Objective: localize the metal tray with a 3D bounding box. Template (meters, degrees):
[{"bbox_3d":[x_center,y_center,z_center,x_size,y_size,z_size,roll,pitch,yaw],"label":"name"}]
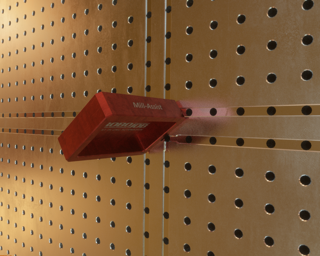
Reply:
[{"bbox_3d":[-0.042,0.001,0.373,0.090,0.131,0.030,-42,65,32],"label":"metal tray"}]
